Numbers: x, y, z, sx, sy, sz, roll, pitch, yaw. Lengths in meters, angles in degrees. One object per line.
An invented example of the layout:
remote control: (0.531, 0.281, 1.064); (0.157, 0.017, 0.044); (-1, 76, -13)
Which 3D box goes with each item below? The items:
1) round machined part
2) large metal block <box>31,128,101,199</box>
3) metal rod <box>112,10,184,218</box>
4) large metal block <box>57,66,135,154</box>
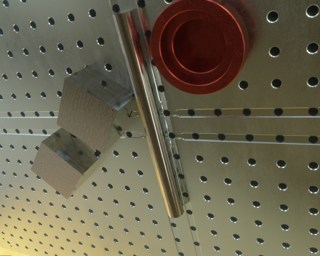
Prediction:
round machined part: (0.043, -0.087, 0.323); (0.098, 0.042, 0.097); (13, 124, 21)
large metal block: (-0.157, 0.059, 0.514); (0.080, 0.050, 0.080); (39, 129, 2)
metal rod: (-0.009, -0.001, 0.415); (0.025, 0.025, 0.298); (0, 119, 28)
large metal block: (-0.088, -0.025, 0.426); (0.080, 0.050, 0.079); (31, 128, 8)
